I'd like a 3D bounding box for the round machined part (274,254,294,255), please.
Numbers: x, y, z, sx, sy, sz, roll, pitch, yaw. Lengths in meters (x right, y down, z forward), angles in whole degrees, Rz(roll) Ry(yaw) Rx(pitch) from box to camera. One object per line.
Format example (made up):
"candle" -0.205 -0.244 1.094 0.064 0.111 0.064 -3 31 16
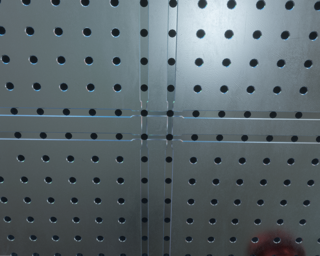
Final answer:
"round machined part" 0.203 0.242 0.495 0.099 0.042 0.097 0 110 0
